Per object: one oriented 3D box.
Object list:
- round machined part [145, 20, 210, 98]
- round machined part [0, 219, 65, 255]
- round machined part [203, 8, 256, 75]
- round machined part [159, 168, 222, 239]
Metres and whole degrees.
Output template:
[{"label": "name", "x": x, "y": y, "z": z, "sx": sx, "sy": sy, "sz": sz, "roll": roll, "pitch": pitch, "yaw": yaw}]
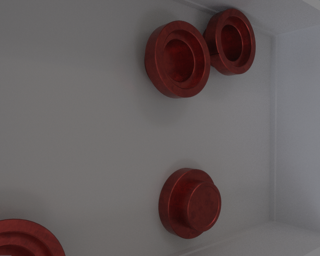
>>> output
[{"label": "round machined part", "x": 0.019, "y": -0.088, "z": 0.411, "sx": 0.099, "sy": 0.042, "sz": 0.097, "roll": 0, "pitch": 90, "yaw": -40}, {"label": "round machined part", "x": -0.135, "y": 0.132, "z": 0.267, "sx": 0.099, "sy": 0.042, "sz": 0.098, "roll": 20, "pitch": 55, "yaw": -30}, {"label": "round machined part", "x": 0.103, "y": -0.130, "z": 0.481, "sx": 0.099, "sy": 0.042, "sz": 0.097, "roll": 0, "pitch": 90, "yaw": -40}, {"label": "round machined part", "x": 0.049, "y": 0.107, "z": 0.437, "sx": 0.099, "sy": 0.042, "sz": 0.097, "roll": 0, "pitch": 90, "yaw": -40}]
